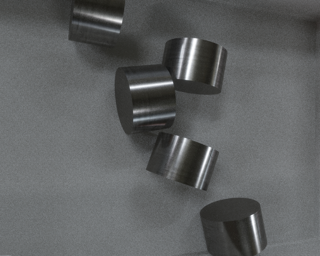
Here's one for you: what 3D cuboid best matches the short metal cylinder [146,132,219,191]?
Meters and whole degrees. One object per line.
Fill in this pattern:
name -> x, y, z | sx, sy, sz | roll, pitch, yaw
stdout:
short metal cylinder -> 0.028, 0.042, 0.392 | 0.080, 0.080, 0.050 | 21, 83, -19

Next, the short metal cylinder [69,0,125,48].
short metal cylinder -> -0.074, -0.136, 0.354 | 0.050, 0.080, 0.080 | 6, 88, -20

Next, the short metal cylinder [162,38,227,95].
short metal cylinder -> 0.042, -0.076, 0.396 | 0.081, 0.080, 0.050 | 11, 86, -20

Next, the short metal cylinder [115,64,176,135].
short metal cylinder -> -0.020, -0.035, 0.374 | 0.050, 0.080, 0.080 | -9, 93, -20

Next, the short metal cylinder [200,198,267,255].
short metal cylinder -> 0.098, 0.133, 0.418 | 0.081, 0.080, 0.050 | -14, 95, -20
